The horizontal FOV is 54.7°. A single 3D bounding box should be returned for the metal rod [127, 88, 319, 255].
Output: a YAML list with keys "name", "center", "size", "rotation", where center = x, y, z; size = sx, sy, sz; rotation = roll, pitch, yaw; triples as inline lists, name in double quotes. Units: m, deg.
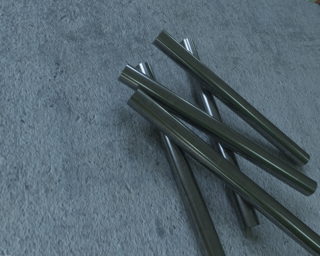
- name: "metal rod"
  center: [0.084, 0.056, 0.380]
  size: [0.300, 0.025, 0.025]
  rotation: [39, 51, -2]

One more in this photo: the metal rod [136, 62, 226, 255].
- name: "metal rod"
  center: [0.024, 0.045, 0.388]
  size: [0.025, 0.025, 0.299]
  rotation: [-7, 65, -31]

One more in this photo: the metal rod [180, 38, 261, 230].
- name: "metal rod"
  center: [0.079, -0.007, 0.450]
  size: [0.025, 0.025, 0.299]
  rotation: [-1, 62, -29]

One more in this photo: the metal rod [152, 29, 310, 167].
- name: "metal rod"
  center: [0.113, -0.037, 0.461]
  size: [0.301, 0.025, 0.025]
  rotation: [37, 51, -13]

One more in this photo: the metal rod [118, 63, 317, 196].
- name: "metal rod"
  center: [0.081, 0.007, 0.409]
  size: [0.301, 0.025, 0.025]
  rotation: [31, 52, -8]
